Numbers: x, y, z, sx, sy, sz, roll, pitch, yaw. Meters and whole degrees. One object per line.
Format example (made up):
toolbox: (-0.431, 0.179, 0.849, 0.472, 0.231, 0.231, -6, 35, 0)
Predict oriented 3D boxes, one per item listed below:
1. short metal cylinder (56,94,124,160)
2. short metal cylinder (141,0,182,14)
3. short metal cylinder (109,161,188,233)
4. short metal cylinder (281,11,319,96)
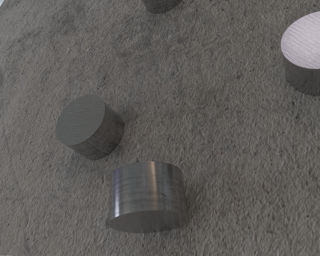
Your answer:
short metal cylinder: (-0.099, -0.001, 0.440, 0.080, 0.050, 0.080, -13, 56, 21)
short metal cylinder: (0.000, -0.248, 0.540, 0.080, 0.050, 0.080, -13, 56, 21)
short metal cylinder: (-0.013, 0.076, 0.329, 0.080, 0.080, 0.050, -17, 55, 18)
short metal cylinder: (0.180, -0.082, 0.344, 0.080, 0.050, 0.080, -13, 56, 21)
